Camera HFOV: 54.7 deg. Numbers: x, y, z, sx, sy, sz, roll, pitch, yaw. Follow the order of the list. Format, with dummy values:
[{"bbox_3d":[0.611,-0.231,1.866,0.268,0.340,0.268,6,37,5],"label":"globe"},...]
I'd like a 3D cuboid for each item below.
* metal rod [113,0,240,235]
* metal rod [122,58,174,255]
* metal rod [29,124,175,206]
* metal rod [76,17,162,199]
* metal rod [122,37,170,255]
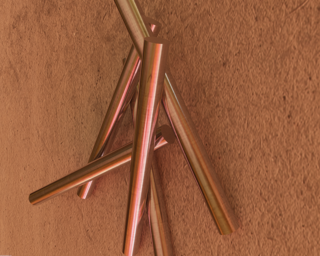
[{"bbox_3d":[0.015,-0.024,0.342,0.025,0.025,0.299,-24,90,37],"label":"metal rod"},{"bbox_3d":[-0.016,0.048,0.417,0.025,0.025,0.298,-17,79,39],"label":"metal rod"},{"bbox_3d":[-0.102,0.064,0.449,0.299,0.025,0.025,-27,73,33],"label":"metal rod"},{"bbox_3d":[-0.067,-0.009,0.434,0.025,0.025,0.298,46,125,30],"label":"metal rod"},{"bbox_3d":[-0.023,0.044,0.369,0.025,0.025,0.298,32,127,35],"label":"metal rod"}]
